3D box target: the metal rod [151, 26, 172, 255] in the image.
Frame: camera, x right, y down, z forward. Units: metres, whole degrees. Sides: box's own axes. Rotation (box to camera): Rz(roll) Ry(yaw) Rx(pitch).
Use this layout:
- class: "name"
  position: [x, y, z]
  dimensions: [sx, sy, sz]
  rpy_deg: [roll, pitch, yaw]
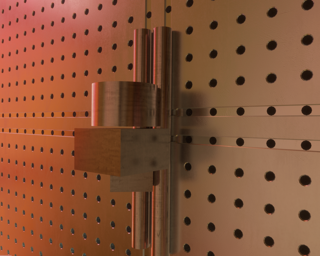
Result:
- class: "metal rod"
  position: [0.002, 0.020, 0.407]
  dimensions: [0.025, 0.025, 0.298]
  rpy_deg: [1, 91, 39]

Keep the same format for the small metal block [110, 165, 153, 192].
- class: "small metal block"
  position: [-0.036, 0.063, 0.391]
  dimensions: [0.050, 0.050, 0.025]
  rpy_deg: [1, 91, -5]

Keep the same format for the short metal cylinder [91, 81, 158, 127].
- class: "short metal cylinder"
  position: [-0.043, -0.027, 0.379]
  dimensions: [0.080, 0.081, 0.050]
  rpy_deg: [1, 91, 39]

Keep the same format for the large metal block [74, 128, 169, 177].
- class: "large metal block"
  position: [-0.046, 0.025, 0.377]
  dimensions: [0.080, 0.081, 0.050]
  rpy_deg: [1, 91, 39]

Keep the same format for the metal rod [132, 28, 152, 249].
- class: "metal rod"
  position: [-0.025, 0.015, 0.430]
  dimensions: [0.025, 0.025, 0.298]
  rpy_deg: [1, 91, 39]
